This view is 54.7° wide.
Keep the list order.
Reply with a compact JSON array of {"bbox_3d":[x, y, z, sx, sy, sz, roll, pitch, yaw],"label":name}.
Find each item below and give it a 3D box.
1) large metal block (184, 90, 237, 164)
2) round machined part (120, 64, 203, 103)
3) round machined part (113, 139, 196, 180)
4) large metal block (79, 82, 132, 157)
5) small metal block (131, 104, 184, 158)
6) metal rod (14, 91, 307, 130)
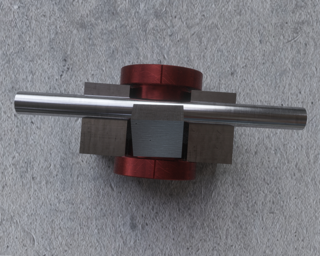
[{"bbox_3d":[0.057,-0.001,0.384,0.050,0.080,0.080,4,90,0],"label":"large metal block"},{"bbox_3d":[0.001,-0.047,0.374,0.099,0.098,0.042,4,91,0],"label":"round machined part"},{"bbox_3d":[-0.005,0.037,0.374,0.099,0.098,0.042,5,85,0],"label":"round machined part"},{"bbox_3d":[-0.061,-0.010,0.383,0.050,0.080,0.080,4,90,0],"label":"large metal block"},{"bbox_3d":[-0.002,0.003,0.317,0.050,0.025,0.050,2,131,1],"label":"small metal block"},{"bbox_3d":[0.001,-0.018,0.331,0.302,0.025,0.025,3,90,0],"label":"metal rod"}]
